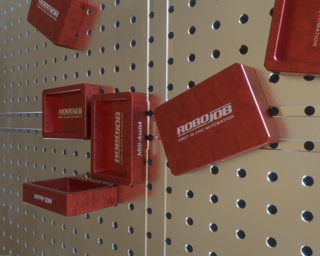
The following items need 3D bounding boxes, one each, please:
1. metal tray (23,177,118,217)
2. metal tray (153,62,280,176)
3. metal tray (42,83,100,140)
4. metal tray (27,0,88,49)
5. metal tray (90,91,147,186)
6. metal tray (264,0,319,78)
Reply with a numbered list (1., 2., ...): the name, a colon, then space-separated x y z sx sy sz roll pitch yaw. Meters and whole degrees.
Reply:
1. metal tray: -0.141 0.103 0.484 0.130 0.091 0.030 1 91 40
2. metal tray: 0.058 -0.005 0.359 0.130 0.030 0.090 -27 73 37
3. metal tray: -0.156 -0.026 0.536 0.130 0.030 0.090 0 90 40
4. metal tray: -0.191 -0.213 0.566 0.130 0.030 0.089 40 114 33
5. metal tray: -0.063 0.014 0.458 0.090 0.030 0.129 1 91 40
6. metal tray: 0.153 -0.112 0.279 0.090 0.030 0.129 13 99 39
